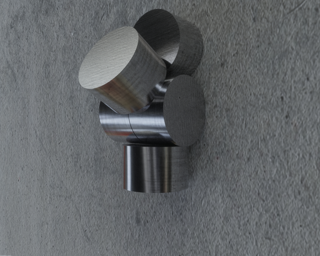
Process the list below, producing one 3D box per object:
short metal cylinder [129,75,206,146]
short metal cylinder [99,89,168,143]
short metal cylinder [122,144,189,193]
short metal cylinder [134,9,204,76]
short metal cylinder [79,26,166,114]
[{"bbox_3d":[0.010,-0.019,0.360,0.050,0.081,0.079,0,90,40],"label":"short metal cylinder"},{"bbox_3d":[-0.029,-0.020,0.393,0.050,0.081,0.079,1,91,39],"label":"short metal cylinder"},{"bbox_3d":[-0.006,0.045,0.374,0.080,0.081,0.050,0,90,39],"label":"short metal cylinder"},{"bbox_3d":[0.007,-0.099,0.384,0.080,0.050,0.079,0,90,39],"label":"short metal cylinder"},{"bbox_3d":[-0.040,-0.062,0.335,0.080,0.050,0.080,-21,50,27],"label":"short metal cylinder"}]
